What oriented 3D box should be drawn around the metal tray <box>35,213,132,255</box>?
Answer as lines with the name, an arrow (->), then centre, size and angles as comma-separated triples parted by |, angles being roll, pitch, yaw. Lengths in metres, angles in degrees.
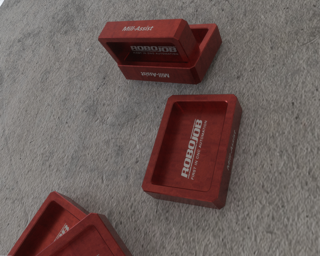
metal tray -> -0.091, 0.163, 0.319 | 0.130, 0.030, 0.090 | -38, 71, -7

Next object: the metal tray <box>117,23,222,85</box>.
metal tray -> 0.013, -0.109, 0.450 | 0.130, 0.030, 0.090 | 10, 58, 33

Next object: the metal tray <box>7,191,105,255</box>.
metal tray -> -0.135, 0.154, 0.376 | 0.090, 0.030, 0.130 | 22, 73, 36

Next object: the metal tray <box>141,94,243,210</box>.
metal tray -> 0.040, 0.022, 0.365 | 0.090, 0.030, 0.130 | 3, 63, 29

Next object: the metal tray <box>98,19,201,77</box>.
metal tray -> -0.010, -0.106, 0.432 | 0.130, 0.090, 0.030 | 10, 67, 32
